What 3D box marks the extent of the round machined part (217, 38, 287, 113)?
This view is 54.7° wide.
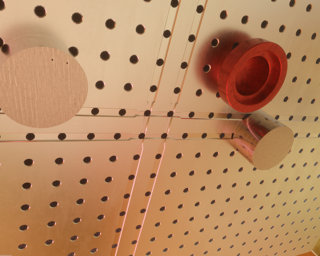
[{"bbox_3d":[0.119,-0.073,0.420,0.099,0.042,0.097,-14,124,-21],"label":"round machined part"}]

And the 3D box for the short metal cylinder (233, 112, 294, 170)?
[{"bbox_3d":[0.165,0.021,0.498,0.081,0.050,0.079,-14,124,-21],"label":"short metal cylinder"}]

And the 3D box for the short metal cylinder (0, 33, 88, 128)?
[{"bbox_3d":[-0.117,-0.047,0.302,0.081,0.050,0.079,-14,124,-21],"label":"short metal cylinder"}]
